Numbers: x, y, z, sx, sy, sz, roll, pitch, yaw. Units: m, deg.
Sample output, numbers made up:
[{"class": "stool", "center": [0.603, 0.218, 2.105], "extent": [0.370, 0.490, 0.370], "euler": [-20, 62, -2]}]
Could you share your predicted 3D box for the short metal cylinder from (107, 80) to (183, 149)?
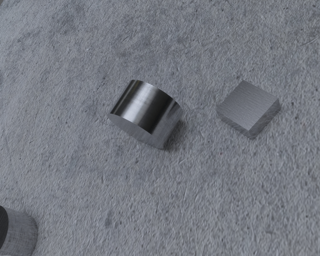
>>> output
[{"class": "short metal cylinder", "center": [-0.018, -0.016, 0.388], "extent": [0.080, 0.080, 0.050], "euler": [20, 73, 35]}]

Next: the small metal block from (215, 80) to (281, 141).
[{"class": "small metal block", "center": [0.103, -0.022, 0.363], "extent": [0.050, 0.025, 0.050], "euler": [-47, 51, -5]}]

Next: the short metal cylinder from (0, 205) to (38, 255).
[{"class": "short metal cylinder", "center": [-0.211, 0.147, 0.408], "extent": [0.080, 0.050, 0.080], "euler": [-13, 56, 21]}]
